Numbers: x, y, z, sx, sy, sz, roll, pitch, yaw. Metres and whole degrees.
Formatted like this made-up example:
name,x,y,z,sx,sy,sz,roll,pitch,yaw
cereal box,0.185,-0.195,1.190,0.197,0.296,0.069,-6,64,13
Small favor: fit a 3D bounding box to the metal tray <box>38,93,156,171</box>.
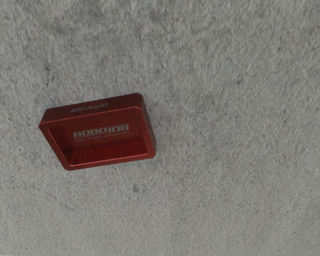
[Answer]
name,x,y,z,sx,sy,sz,roll,pitch,yaw
metal tray,-0.078,0.008,0.409,0.131,0.030,0.090,-9,130,7
